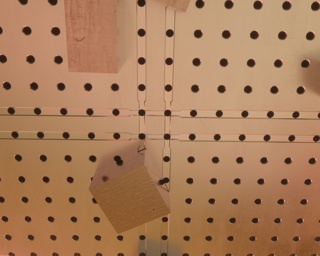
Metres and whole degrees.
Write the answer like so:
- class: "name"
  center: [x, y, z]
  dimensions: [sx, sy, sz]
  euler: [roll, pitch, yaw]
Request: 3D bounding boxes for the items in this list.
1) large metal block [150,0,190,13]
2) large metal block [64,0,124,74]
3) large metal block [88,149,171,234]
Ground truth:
- class: "large metal block"
  center: [0.016, -0.169, 0.322]
  dimensions: [0.050, 0.080, 0.079]
  euler: [20, 109, -8]
- class: "large metal block"
  center: [-0.068, -0.108, 0.343]
  dimensions: [0.050, 0.080, 0.079]
  euler: [2, 110, -1]
- class: "large metal block"
  center: [-0.039, 0.088, 0.432]
  dimensions: [0.080, 0.050, 0.080]
  euler: [-24, 109, 8]
